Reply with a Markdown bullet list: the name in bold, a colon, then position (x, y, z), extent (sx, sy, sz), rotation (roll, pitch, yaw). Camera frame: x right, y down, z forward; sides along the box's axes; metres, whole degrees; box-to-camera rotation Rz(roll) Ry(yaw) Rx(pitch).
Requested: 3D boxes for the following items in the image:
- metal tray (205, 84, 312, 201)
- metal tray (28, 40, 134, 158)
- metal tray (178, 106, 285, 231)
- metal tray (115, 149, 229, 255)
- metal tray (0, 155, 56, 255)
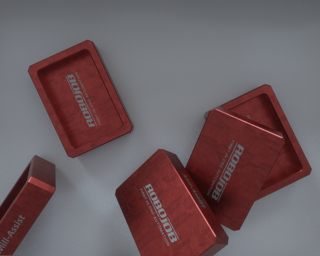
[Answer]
- **metal tray**: position (0.128, 0.019, 0.410), extent (0.090, 0.030, 0.129), rotation (-26, 90, -1)
- **metal tray**: position (-0.101, -0.037, 0.407), extent (0.090, 0.030, 0.129), rotation (-25, 90, -1)
- **metal tray**: position (0.082, 0.049, 0.382), extent (0.090, 0.030, 0.129), rotation (25, 107, 13)
- **metal tray**: position (0.007, 0.100, 0.361), extent (0.090, 0.030, 0.130), rotation (-44, 51, 15)
- **metal tray**: position (-0.175, 0.105, 0.374), extent (0.030, 0.090, 0.130), rotation (34, 90, -22)
